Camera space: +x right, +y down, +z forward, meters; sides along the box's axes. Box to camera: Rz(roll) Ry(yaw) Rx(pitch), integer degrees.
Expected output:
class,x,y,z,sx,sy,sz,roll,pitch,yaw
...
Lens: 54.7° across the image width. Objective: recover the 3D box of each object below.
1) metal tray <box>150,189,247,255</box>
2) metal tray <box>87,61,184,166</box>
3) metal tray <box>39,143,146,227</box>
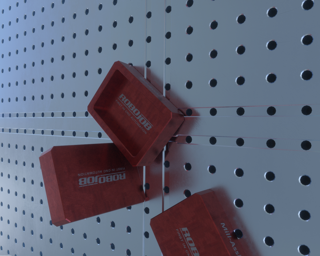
class,x,y,z,sx,sy,sz,roll,pitch,yaw
metal tray,0.050,0.150,0.363,0.090,0.030,0.130,-39,66,32
metal tray,-0.039,-0.021,0.429,0.130,0.030,0.090,46,111,30
metal tray,-0.083,0.068,0.407,0.030,0.131,0.090,-27,74,37
